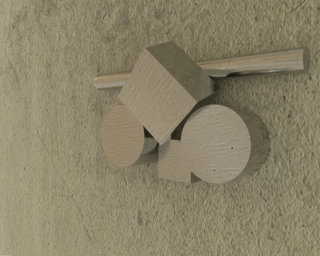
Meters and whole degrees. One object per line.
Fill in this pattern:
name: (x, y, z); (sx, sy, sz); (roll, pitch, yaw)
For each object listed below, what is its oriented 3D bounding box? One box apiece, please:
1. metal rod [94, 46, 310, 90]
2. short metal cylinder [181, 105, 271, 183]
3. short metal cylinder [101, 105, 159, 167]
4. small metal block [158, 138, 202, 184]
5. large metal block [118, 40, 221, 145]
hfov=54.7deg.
metal rod: (0.023, -0.068, 0.387); (0.300, 0.025, 0.025); (2, 91, 40)
short metal cylinder: (0.070, 0.016, 0.332); (0.080, 0.050, 0.079); (0, 90, 40)
short metal cylinder: (-0.033, 0.010, 0.417); (0.080, 0.050, 0.079); (0, 90, 40)
small metal block: (0.025, 0.039, 0.387); (0.050, 0.025, 0.050); (3, 92, 40)
large metal block: (0.008, -0.041, 0.361); (0.080, 0.050, 0.080); (48, 133, 11)
